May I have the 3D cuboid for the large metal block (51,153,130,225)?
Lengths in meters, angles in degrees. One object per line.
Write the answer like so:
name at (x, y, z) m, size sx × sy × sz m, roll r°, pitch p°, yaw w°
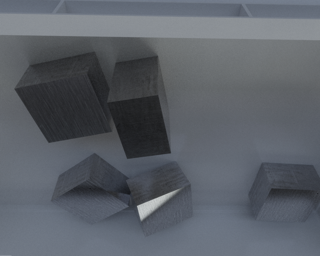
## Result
large metal block at (-0.102, 0.095, 0.472) m, size 0.080 × 0.050 × 0.080 m, roll -32°, pitch 124°, yaw 24°

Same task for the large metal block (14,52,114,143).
large metal block at (-0.104, -0.034, 0.362) m, size 0.080 × 0.050 × 0.080 m, roll -10°, pitch 130°, yaw 8°

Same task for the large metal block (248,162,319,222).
large metal block at (0.193, 0.101, 0.482) m, size 0.081 × 0.050 × 0.079 m, roll 4°, pitch 130°, yaw -4°

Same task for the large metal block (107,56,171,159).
large metal block at (-0.020, -0.024, 0.352) m, size 0.050 × 0.080 × 0.080 m, roll -8°, pitch 130°, yaw 6°

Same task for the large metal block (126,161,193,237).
large metal block at (0.001, 0.107, 0.467) m, size 0.081 × 0.050 × 0.080 m, roll -19°, pitch 131°, yaw -13°
